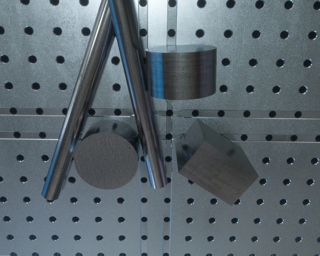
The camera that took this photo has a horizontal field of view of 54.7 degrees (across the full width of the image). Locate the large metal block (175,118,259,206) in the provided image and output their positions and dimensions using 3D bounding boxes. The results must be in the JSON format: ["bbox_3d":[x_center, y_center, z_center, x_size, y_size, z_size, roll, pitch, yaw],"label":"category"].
[{"bbox_3d":[0.069,0.041,0.400,0.080,0.080,0.050,33,107,-12],"label":"large metal block"}]

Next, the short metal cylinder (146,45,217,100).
[{"bbox_3d":[0.025,-0.067,0.360,0.080,0.080,0.050,-2,110,1],"label":"short metal cylinder"}]

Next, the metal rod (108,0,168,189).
[{"bbox_3d":[-0.027,-0.053,0.377,0.025,0.025,0.298,-9,116,3],"label":"metal rod"}]

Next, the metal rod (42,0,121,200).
[{"bbox_3d":[-0.103,-0.034,0.399,0.025,0.025,0.298,21,109,-8],"label":"metal rod"}]

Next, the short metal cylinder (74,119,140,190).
[{"bbox_3d":[-0.068,0.034,0.412,0.081,0.050,0.079,0,110,0],"label":"short metal cylinder"}]
